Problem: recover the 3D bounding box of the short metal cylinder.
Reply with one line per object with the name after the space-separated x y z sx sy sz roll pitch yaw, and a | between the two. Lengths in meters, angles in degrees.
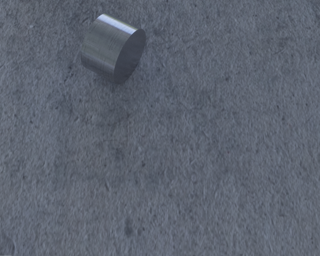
-0.061 -0.106 0.417 0.050 0.080 0.080 28 72 9 | short metal cylinder
